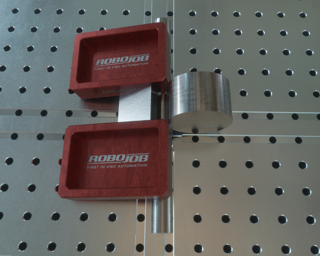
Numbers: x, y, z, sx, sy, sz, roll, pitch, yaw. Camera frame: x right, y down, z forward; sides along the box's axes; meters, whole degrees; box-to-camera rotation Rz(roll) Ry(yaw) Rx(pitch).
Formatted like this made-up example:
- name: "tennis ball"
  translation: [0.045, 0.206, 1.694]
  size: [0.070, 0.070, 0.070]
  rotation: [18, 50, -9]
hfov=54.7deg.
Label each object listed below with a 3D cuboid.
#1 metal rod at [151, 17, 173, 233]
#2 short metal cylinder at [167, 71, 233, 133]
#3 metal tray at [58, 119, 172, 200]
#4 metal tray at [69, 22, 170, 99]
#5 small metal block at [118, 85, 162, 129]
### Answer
- name: "metal rod"
  translation: [0.003, -0.018, 0.414]
  size: [0.025, 0.025, 0.299]
  rotation: [0, 70, 0]
- name: "short metal cylinder"
  translation: [0.049, -0.029, 0.390]
  size: [0.081, 0.080, 0.050]
  rotation: [0, 70, 0]
- name: "metal tray"
  translation: [-0.052, 0.040, 0.376]
  size: [0.131, 0.030, 0.090]
  rotation: [-4, 70, 11]
- name: "metal tray"
  translation: [-0.053, -0.091, 0.423]
  size: [0.131, 0.030, 0.090]
  rotation: [-4, 70, 11]
- name: "small metal block"
  translation: [-0.026, -0.024, 0.405]
  size: [0.050, 0.025, 0.050]
  rotation: [-11, 67, 29]
